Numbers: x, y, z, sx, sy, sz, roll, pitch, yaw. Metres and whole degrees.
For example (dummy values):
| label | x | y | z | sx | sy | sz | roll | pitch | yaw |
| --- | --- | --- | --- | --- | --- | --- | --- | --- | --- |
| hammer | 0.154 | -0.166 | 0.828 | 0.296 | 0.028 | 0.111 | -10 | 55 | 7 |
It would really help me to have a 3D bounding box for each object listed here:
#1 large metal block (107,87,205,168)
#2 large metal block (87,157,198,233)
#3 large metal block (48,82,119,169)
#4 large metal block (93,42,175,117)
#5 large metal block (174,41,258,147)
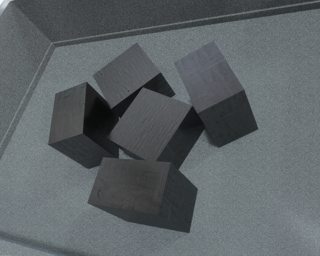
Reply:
| label | x | y | z | sx | sy | sz | roll | pitch | yaw |
| --- | --- | --- | --- | --- | --- | --- | --- | --- | --- |
| large metal block | -0.004 | 0.005 | 0.386 | 0.080 | 0.050 | 0.080 | 25 | 75 | 36 |
| large metal block | -0.015 | 0.072 | 0.332 | 0.080 | 0.080 | 0.050 | 1 | 62 | 28 |
| large metal block | -0.099 | -0.001 | 0.420 | 0.050 | 0.080 | 0.080 | -17 | 55 | 18 |
| large metal block | -0.038 | -0.063 | 0.444 | 0.080 | 0.050 | 0.080 | -36 | 51 | 4 |
| large metal block | 0.065 | -0.037 | 0.356 | 0.050 | 0.080 | 0.080 | -27 | 53 | 11 |
